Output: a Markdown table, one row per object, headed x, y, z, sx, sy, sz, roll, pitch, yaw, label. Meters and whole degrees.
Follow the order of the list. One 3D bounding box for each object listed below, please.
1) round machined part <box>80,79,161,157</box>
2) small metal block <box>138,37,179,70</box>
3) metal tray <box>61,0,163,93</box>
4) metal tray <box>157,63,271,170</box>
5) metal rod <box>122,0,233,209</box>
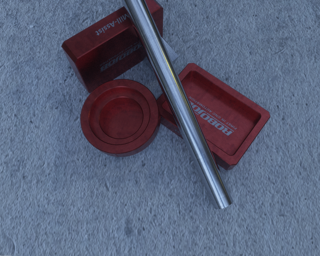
| x | y | z | sx | sy | sz | roll | pitch | yaw | label |
| --- | --- | --- | --- | --- | --- | --- | --- | --- | --- |
| -0.048 | -0.010 | 0.400 | 0.099 | 0.042 | 0.098 | -2 | 73 | 5 | round machined part |
| -0.005 | -0.101 | 0.428 | 0.025 | 0.050 | 0.050 | -42 | 90 | -11 | small metal block |
| -0.056 | -0.110 | 0.414 | 0.131 | 0.090 | 0.030 | -36 | 74 | -12 | metal tray |
| 0.066 | -0.017 | 0.414 | 0.130 | 0.030 | 0.090 | 36 | 74 | 12 | metal tray |
| 0.017 | -0.043 | 0.369 | 0.025 | 0.025 | 0.299 | -25 | 94 | -9 | metal rod |
